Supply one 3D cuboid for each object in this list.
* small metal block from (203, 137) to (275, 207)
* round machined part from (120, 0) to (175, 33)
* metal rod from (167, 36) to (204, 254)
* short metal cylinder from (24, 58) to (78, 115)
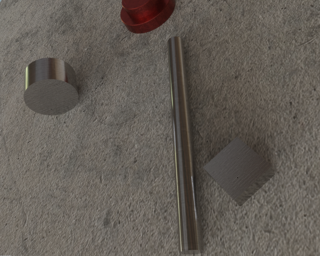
[{"bbox_3d":[0.084,0.046,0.331,0.050,0.025,0.050,-42,51,-2],"label":"small metal block"},{"bbox_3d":[-0.027,-0.216,0.538,0.098,0.042,0.098,-13,56,20],"label":"round machined part"},{"bbox_3d":[0.028,-0.002,0.389,0.025,0.025,0.299,-15,56,20],"label":"metal rod"},{"bbox_3d":[-0.175,-0.065,0.498,0.080,0.080,0.050,-26,53,11],"label":"short metal cylinder"}]
